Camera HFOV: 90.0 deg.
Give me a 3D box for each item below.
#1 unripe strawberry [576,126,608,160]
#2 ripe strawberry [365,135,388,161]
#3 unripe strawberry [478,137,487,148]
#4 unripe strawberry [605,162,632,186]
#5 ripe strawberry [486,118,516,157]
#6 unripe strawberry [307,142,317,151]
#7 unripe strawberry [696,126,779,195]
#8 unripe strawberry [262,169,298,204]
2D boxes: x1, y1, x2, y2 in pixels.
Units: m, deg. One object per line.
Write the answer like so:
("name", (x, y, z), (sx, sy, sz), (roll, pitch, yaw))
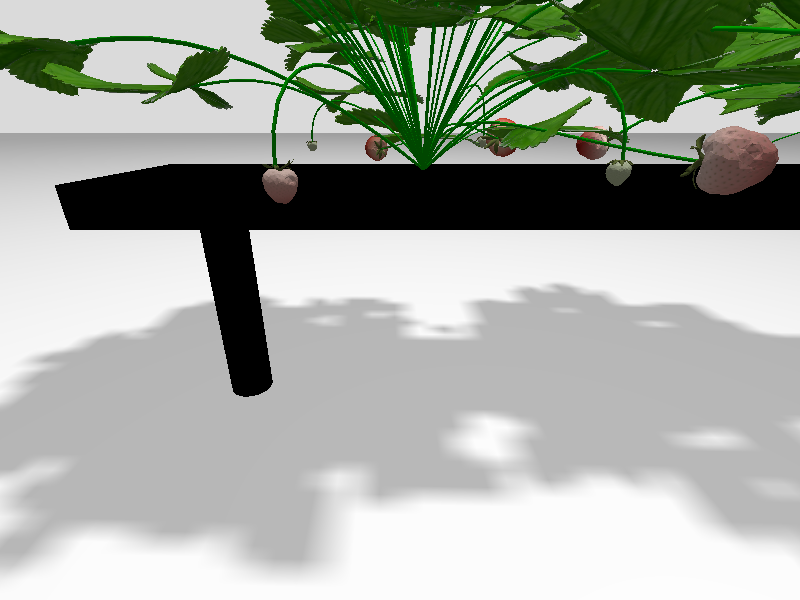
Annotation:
("unripe strawberry", (0.199, -0.162, 0.414), (0.030, 0.032, 0.028), (-3, 21, 22))
("ripe strawberry", (-0.026, -0.159, 0.419), (0.024, 0.025, 0.026), (-11, 26, -23))
("unripe strawberry", (0.102, -0.194, 0.493), (0.011, 0.012, 0.013), (11, 26, 22))
("unripe strawberry", (0.108, -0.062, 0.198), (0.011, 0.011, 0.011), (-14, 28, -29))
("ripe strawberry", (0.125, -0.193, 0.476), (0.041, 0.043, 0.044), (15, 27, 29))
("unripe strawberry", (-0.093, -0.164, 0.427), (0.010, 0.010, 0.011), (21, 31, 39))
("unripe strawberry", (0.175, -0.072, 0.209), (0.033, 0.034, 0.030), (19, 30, 36))
("unripe strawberry", (-0.057, -0.055, 0.191), (0.015, 0.016, 0.017), (11, 26, 24))
